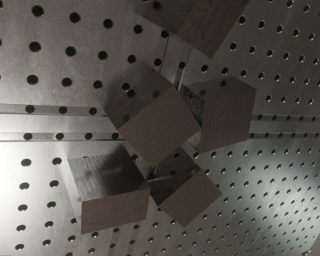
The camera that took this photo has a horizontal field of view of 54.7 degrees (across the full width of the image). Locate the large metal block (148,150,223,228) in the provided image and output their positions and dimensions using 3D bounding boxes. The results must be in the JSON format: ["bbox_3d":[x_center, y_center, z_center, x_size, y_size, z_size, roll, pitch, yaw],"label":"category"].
[{"bbox_3d":[0.037,0.094,0.476,0.080,0.050,0.080,-41,130,0],"label":"large metal block"}]

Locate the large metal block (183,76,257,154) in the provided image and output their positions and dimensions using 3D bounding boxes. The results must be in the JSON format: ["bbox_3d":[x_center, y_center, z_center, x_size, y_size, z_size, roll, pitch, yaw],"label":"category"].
[{"bbox_3d":[0.079,-0.020,0.428,0.081,0.050,0.079,-14,124,-22],"label":"large metal block"}]

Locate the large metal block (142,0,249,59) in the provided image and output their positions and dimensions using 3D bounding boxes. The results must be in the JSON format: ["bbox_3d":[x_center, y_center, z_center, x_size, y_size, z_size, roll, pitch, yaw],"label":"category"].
[{"bbox_3d":[0.037,-0.128,0.318,0.050,0.080,0.080,23,106,-37],"label":"large metal block"}]

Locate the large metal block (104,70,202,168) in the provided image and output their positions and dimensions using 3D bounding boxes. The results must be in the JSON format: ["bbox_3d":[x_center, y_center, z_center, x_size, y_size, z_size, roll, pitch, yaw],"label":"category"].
[{"bbox_3d":[-0.008,-0.011,0.386,0.080,0.050,0.080,-39,130,-2],"label":"large metal block"}]

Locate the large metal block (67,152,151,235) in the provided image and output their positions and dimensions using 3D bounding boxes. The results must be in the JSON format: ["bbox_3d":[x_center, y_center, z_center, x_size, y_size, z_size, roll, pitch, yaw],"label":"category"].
[{"bbox_3d":[-0.067,0.077,0.388,0.081,0.080,0.050,-6,121,-26],"label":"large metal block"}]
